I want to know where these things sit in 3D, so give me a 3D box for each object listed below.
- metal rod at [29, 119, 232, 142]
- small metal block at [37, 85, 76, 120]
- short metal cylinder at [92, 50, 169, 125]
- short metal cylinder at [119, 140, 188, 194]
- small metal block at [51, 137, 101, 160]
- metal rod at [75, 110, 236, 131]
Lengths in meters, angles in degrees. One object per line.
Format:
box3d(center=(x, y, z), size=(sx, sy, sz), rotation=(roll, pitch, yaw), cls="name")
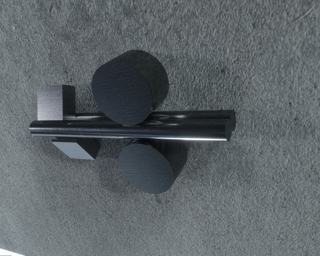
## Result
box3d(center=(-0.058, 0.001, 0.408), size=(0.300, 0.025, 0.025), rotation=(0, 119, 28), cls="metal rod")
box3d(center=(-0.152, -0.036, 0.454), size=(0.050, 0.025, 0.050), rotation=(0, 91, 28), cls="small metal block")
box3d(center=(-0.035, -0.050, 0.380), size=(0.080, 0.050, 0.079), rotation=(13, 124, 21), cls="short metal cylinder")
box3d(center=(-0.009, 0.042, 0.423), size=(0.080, 0.050, 0.079), rotation=(13, 124, 21), cls="short metal cylinder")
box3d(center=(-0.129, 0.025, 0.479), size=(0.050, 0.025, 0.050), rotation=(0, 145, 27), cls="small metal block")
box3d(center=(-0.048, -0.010, 0.428), size=(0.300, 0.025, 0.025), rotation=(0, 119, 28), cls="metal rod")
